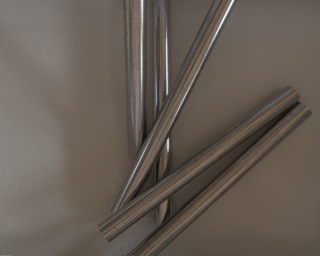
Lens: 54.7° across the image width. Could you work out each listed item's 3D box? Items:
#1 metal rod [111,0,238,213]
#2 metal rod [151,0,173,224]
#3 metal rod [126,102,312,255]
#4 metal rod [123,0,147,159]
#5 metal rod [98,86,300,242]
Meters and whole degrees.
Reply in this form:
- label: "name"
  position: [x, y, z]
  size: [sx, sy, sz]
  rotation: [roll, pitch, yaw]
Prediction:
- label: "metal rod"
  position: [0.013, -0.020, 0.380]
  size: [0.025, 0.025, 0.298]
  rotation: [26, 99, 0]
- label: "metal rod"
  position: [0.003, -0.025, 0.411]
  size: [0.025, 0.025, 0.298]
  rotation: [-1, 90, 0]
- label: "metal rod"
  position: [0.078, 0.072, 0.397]
  size: [0.301, 0.025, 0.025]
  rotation: [-41, 90, -6]
- label: "metal rod"
  position: [-0.027, -0.095, 0.340]
  size: [0.025, 0.025, 0.298]
  rotation: [1, 120, 0]
- label: "metal rod"
  position: [0.055, 0.040, 0.393]
  size: [0.301, 0.025, 0.025]
  rotation: [-35, 90, -8]
